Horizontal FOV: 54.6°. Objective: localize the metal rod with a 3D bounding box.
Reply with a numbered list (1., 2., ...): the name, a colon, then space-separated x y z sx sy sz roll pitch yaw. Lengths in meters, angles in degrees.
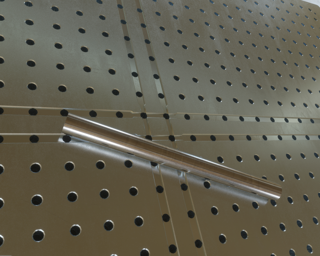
1. metal rod: 0.028 0.042 0.396 0.302 0.025 0.025 20 54 -17
